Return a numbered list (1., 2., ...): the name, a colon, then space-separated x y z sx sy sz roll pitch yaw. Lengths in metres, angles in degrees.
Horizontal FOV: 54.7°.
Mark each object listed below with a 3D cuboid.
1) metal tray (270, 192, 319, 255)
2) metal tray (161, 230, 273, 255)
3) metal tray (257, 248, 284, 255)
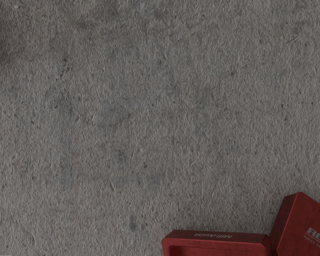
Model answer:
1. metal tray: 0.206 0.153 0.389 0.130 0.030 0.090 33 63 1
2. metal tray: 0.071 0.176 0.377 0.130 0.030 0.089 -8 90 29
3. metal tray: 0.181 0.227 0.408 0.131 0.030 0.090 22 90 0
